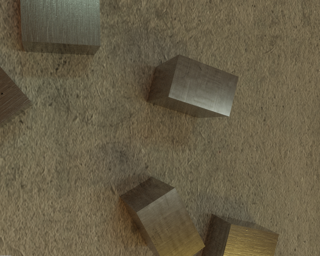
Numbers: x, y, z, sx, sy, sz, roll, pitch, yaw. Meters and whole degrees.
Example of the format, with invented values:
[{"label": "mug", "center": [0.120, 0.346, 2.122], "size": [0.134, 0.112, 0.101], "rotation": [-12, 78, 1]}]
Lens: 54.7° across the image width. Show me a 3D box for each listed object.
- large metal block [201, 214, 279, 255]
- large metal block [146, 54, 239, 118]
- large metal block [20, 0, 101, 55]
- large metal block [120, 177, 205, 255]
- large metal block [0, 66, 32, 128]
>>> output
[{"label": "large metal block", "center": [0.110, 0.174, 0.437], "size": [0.081, 0.050, 0.080], "rotation": [18, 84, -19]}, {"label": "large metal block", "center": [0.038, -0.048, 0.394], "size": [0.081, 0.080, 0.050], "rotation": [16, 85, -20]}, {"label": "large metal block", "center": [-0.113, -0.130, 0.354], "size": [0.081, 0.050, 0.079], "rotation": [-2, 91, -20]}, {"label": "large metal block", "center": [0.000, 0.113, 0.380], "size": [0.050, 0.080, 0.080], "rotation": [-30, 100, -18]}, {"label": "large metal block", "center": [-0.195, -0.033, 0.324], "size": [0.080, 0.050, 0.080], "rotation": [-41, 103, -15]}]
